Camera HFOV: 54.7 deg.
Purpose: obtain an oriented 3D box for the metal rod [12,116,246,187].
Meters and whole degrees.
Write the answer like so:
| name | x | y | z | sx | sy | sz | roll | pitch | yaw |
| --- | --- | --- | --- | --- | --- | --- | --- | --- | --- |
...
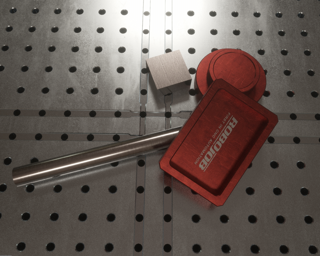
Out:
| name | x | y | z | sx | sy | sz | roll | pitch | yaw |
| --- | --- | --- | --- | --- | --- | --- | --- | --- | --- |
| metal rod | -0.033 | 0.025 | 0.402 | 0.302 | 0.025 | 0.025 | -14 | 71 | -6 |

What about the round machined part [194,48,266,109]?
| name | x | y | z | sx | sy | sz | roll | pitch | yaw |
| --- | --- | --- | --- | --- | --- | --- | --- | --- | --- |
| round machined part | 0.099 | -0.070 | 0.430 | 0.099 | 0.042 | 0.098 | 0 | 70 | -1 |

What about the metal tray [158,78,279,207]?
| name | x | y | z | sx | sy | sz | roll | pitch | yaw |
| --- | --- | --- | --- | --- | --- | --- | --- | --- | --- |
| metal tray | 0.070 | 0.017 | 0.379 | 0.090 | 0.030 | 0.130 | 34 | 87 | 0 |

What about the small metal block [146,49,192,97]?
| name | x | y | z | sx | sy | sz | roll | pitch | yaw |
| --- | --- | --- | --- | --- | --- | --- | --- | --- | --- |
| small metal block | 0.012 | -0.078 | 0.440 | 0.050 | 0.025 | 0.050 | -18 | 71 | -7 |
